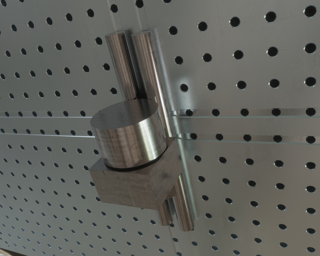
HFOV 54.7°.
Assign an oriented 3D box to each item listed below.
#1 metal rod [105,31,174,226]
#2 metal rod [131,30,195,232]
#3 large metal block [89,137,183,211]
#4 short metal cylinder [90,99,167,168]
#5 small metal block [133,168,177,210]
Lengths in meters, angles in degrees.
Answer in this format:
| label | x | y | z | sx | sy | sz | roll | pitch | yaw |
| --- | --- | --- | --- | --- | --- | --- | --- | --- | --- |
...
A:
| label | x | y | z | sx | sy | sz | roll | pitch | yaw |
| --- | --- | --- | --- | --- | --- | --- | --- | --- | --- |
| metal rod | -0.022 | 0.018 | 0.434 | 0.025 | 0.025 | 0.298 | 1 | 119 | 27 |
| metal rod | 0.010 | 0.022 | 0.419 | 0.025 | 0.025 | 0.298 | 1 | 119 | 27 |
| large metal block | -0.026 | 0.052 | 0.388 | 0.080 | 0.080 | 0.050 | 1 | 119 | 27 |
| short metal cylinder | -0.036 | 0.004 | 0.368 | 0.080 | 0.080 | 0.050 | 1 | 119 | 27 |
| small metal block | -0.011 | 0.077 | 0.418 | 0.050 | 0.050 | 0.025 | -19 | 116 | -13 |
